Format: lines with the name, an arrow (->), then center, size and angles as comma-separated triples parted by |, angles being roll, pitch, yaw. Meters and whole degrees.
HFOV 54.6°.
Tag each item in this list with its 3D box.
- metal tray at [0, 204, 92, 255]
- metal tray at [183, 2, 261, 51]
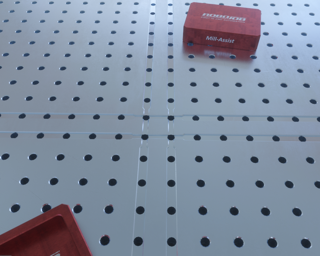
metal tray -> -0.128, 0.140, 0.285 | 0.131, 0.030, 0.090 | -25, 55, -20
metal tray -> 0.113, -0.186, 0.562 | 0.131, 0.030, 0.090 | 9, 51, 8
